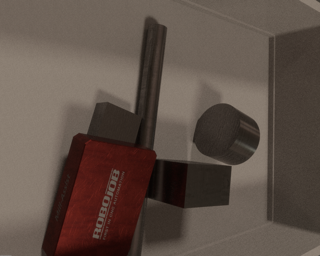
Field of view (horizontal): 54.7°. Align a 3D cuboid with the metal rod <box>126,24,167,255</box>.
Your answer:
[{"bbox_3d":[-0.020,0.016,0.391,0.025,0.025,0.298,11,83,-40],"label":"metal rod"}]

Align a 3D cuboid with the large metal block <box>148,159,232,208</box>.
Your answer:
[{"bbox_3d":[0.034,0.069,0.401,0.081,0.080,0.050,9,85,-40],"label":"large metal block"}]

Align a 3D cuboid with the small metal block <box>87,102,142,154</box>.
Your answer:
[{"bbox_3d":[-0.054,0.002,0.363,0.050,0.025,0.050,24,75,-38],"label":"small metal block"}]

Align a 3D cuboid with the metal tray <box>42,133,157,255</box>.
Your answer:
[{"bbox_3d":[-0.063,0.077,0.335,0.091,0.030,0.129,14,93,-39],"label":"metal tray"}]

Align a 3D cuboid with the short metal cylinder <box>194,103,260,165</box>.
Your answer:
[{"bbox_3d":[0.098,0.010,0.455,0.050,0.080,0.080,24,75,-38],"label":"short metal cylinder"}]
